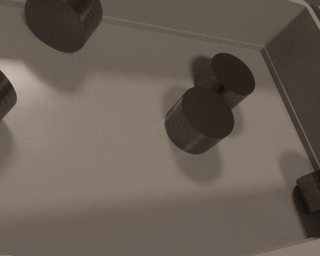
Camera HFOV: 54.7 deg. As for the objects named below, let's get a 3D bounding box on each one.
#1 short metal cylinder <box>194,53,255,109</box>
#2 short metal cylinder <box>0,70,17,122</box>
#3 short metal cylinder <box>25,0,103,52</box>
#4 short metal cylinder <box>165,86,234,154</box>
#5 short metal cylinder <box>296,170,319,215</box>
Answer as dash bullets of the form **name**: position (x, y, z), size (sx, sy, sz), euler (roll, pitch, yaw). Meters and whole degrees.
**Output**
- **short metal cylinder**: position (0.102, -0.071, 0.490), size (0.081, 0.050, 0.080), euler (14, 56, -21)
- **short metal cylinder**: position (-0.186, -0.030, 0.289), size (0.080, 0.080, 0.050), euler (31, 52, -9)
- **short metal cylinder**: position (-0.121, -0.145, 0.394), size (0.080, 0.080, 0.050), euler (29, 52, -11)
- **short metal cylinder**: position (0.054, -0.010, 0.427), size (0.081, 0.050, 0.080), euler (14, 56, -21)
- **short metal cylinder**: position (0.249, 0.092, 0.451), size (0.081, 0.080, 0.050), euler (4, 60, -27)
